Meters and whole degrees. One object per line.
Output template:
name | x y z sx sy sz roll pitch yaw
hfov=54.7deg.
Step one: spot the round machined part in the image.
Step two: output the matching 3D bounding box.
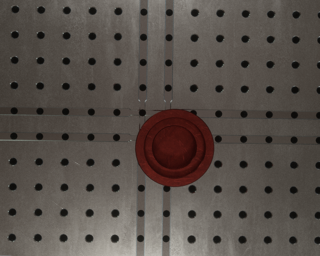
round machined part | 0.018 0.025 0.405 0.099 0.042 0.097 0 90 -1
